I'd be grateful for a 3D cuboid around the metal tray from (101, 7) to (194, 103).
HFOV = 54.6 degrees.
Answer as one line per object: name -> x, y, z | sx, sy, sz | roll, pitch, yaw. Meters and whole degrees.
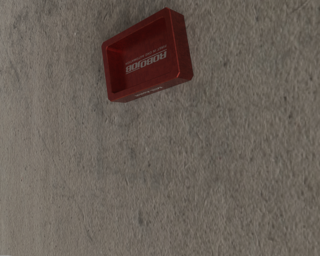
metal tray -> -0.022, -0.093, 0.420 | 0.130, 0.030, 0.090 | -14, 81, 39
